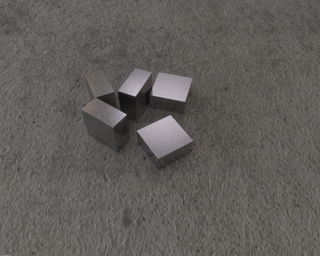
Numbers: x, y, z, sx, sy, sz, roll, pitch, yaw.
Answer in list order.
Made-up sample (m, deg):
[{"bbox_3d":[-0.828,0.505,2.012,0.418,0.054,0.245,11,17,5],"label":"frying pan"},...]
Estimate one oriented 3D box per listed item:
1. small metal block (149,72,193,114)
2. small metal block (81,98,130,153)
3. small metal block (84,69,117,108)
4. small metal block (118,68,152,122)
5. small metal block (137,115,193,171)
[{"bbox_3d":[0.016,-0.051,0.446,0.050,0.025,0.050,12,51,10],"label":"small metal block"},{"bbox_3d":[-0.067,-0.003,0.389,0.050,0.050,0.025,28,56,21],"label":"small metal block"},{"bbox_3d":[-0.080,-0.043,0.423,0.025,0.050,0.050,-20,53,-15],"label":"small metal block"},{"bbox_3d":[-0.032,-0.045,0.424,0.025,0.050,0.050,18,53,15],"label":"small metal block"},{"bbox_3d":[0.006,0.017,0.388,0.050,0.025,0.050,-26,55,-20],"label":"small metal block"}]
